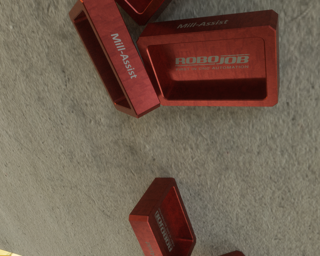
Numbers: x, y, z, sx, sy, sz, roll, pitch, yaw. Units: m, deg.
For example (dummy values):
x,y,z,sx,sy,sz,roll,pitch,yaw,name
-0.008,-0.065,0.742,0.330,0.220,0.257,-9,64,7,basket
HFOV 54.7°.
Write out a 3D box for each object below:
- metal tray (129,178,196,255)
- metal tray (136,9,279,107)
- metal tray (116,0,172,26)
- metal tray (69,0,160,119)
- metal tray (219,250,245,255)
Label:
x,y,z,sx,sy,sz,roll,pitch,yaw,name
0.009,0.149,0.450,0.030,0.090,0.129,-6,116,30,metal tray
0.051,-0.065,0.316,0.130,0.030,0.090,2,137,24,metal tray
-0.006,-0.177,0.296,0.090,0.030,0.129,46,129,-4,metal tray
-0.053,-0.079,0.349,0.129,0.030,0.090,65,163,-19,metal tray
0.106,0.256,0.505,0.090,0.030,0.129,47,129,-6,metal tray
